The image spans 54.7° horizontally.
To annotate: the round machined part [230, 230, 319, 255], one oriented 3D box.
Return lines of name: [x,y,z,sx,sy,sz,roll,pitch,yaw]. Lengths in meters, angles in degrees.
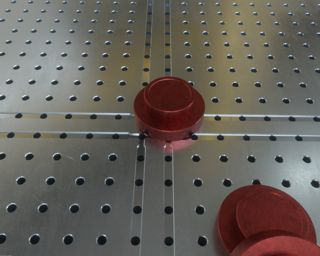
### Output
round machined part: [0.103,0.138,0.253,0.099,0.042,0.097,0,83,0]

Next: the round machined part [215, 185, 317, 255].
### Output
round machined part: [0.108,0.100,0.314,0.099,0.042,0.098,0,50,0]

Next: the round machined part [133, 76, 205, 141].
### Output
round machined part: [0.013,-0.033,0.425,0.099,0.042,0.098,0,50,0]
